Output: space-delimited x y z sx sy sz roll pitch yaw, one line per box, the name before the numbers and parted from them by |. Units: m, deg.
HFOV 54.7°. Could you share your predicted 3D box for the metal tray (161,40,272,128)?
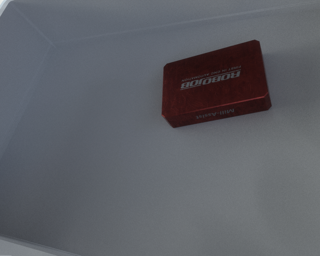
metal tray | 0.069 -0.056 0.400 0.130 0.030 0.090 -11 57 21
